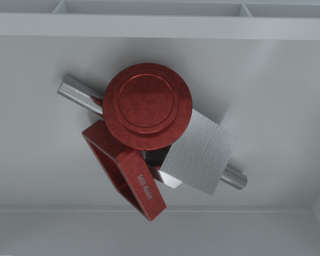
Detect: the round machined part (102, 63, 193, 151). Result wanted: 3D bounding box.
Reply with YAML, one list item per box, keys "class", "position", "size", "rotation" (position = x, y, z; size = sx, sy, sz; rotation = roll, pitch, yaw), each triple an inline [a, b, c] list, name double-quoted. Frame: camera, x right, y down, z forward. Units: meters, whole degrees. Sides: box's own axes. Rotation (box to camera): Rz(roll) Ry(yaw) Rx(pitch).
- class: "round machined part"
  position: [-0.014, -0.025, 0.335]
  size: [0.099, 0.097, 0.042]
  rotation: [-1, 171, 0]

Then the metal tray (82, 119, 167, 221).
- class: "metal tray"
  position: [-0.046, 0.058, 0.415]
  size: [0.030, 0.090, 0.129]
  rotation: [-39, 132, -21]

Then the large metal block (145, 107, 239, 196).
- class: "large metal block"
  position: [0.039, 0.028, 0.389]
  size: [0.080, 0.050, 0.080]
  rotation: [30, 81, -23]

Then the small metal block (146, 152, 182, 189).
- class: "small metal block"
  position: [0.008, 0.049, 0.432]
  size: [0.050, 0.050, 0.025]
  rotation: [31, 123, -24]

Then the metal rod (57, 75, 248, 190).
- class: "metal rod"
  position: [0.006, 0.016, 0.421]
  size: [0.301, 0.025, 0.025]
  rotation: [29, 124, -23]
